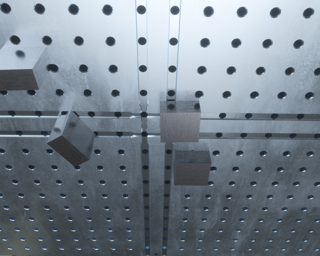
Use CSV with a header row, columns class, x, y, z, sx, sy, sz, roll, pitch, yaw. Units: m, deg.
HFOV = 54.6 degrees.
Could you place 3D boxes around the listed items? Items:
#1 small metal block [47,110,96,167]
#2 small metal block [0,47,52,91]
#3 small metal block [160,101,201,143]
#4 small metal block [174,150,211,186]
class,x,y,z,sx,sy,sz,roll,pitch,yaw
small metal block,-0.114,0.014,0.406,0.025,0.050,0.050,-26,126,20
small metal block,-0.153,-0.065,0.338,0.050,0.050,0.025,-1,130,1
small metal block,0.026,-0.008,0.405,0.050,0.025,0.050,-1,130,0
small metal block,0.047,0.060,0.463,0.050,0.025,0.050,1,130,-1
